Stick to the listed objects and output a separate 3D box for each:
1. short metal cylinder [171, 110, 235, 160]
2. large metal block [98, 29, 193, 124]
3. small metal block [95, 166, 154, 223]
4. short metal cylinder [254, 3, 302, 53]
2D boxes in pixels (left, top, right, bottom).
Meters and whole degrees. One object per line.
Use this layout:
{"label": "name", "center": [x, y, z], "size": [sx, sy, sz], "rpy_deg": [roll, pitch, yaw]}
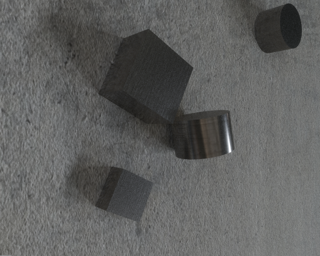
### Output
{"label": "short metal cylinder", "center": [0.057, 0.007, 0.419], "size": [0.081, 0.080, 0.050], "rpy_deg": [-16, 100, -39]}
{"label": "large metal block", "center": [-0.015, -0.058, 0.378], "size": [0.080, 0.050, 0.080], "rpy_deg": [33, 70, -36]}
{"label": "small metal block", "center": [-0.041, 0.080, 0.372], "size": [0.050, 0.025, 0.050], "rpy_deg": [33, 70, -36]}
{"label": "short metal cylinder", "center": [0.221, -0.184, 0.577], "size": [0.081, 0.050, 0.079], "rpy_deg": [0, 90, -40]}
